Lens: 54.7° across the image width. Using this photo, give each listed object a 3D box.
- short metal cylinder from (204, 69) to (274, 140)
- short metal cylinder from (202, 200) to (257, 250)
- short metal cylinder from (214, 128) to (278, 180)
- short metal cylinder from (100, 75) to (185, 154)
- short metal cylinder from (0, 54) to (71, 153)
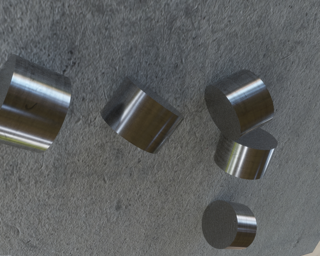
[{"bbox_3d":[0.102,-0.030,0.408,0.050,0.080,0.080,-27,128,-11],"label":"short metal cylinder"},{"bbox_3d":[0.120,0.169,0.541,0.050,0.080,0.080,18,109,-35],"label":"short metal cylinder"},{"bbox_3d":[0.126,0.032,0.459,0.081,0.080,0.050,-3,120,-27],"label":"short metal cylinder"},{"bbox_3d":[-0.019,-0.015,0.351,0.080,0.080,0.050,30,102,-38],"label":"short metal cylinder"},{"bbox_3d":[-0.126,-0.021,0.289,0.050,0.080,0.080,22,106,-36],"label":"short metal cylinder"}]
